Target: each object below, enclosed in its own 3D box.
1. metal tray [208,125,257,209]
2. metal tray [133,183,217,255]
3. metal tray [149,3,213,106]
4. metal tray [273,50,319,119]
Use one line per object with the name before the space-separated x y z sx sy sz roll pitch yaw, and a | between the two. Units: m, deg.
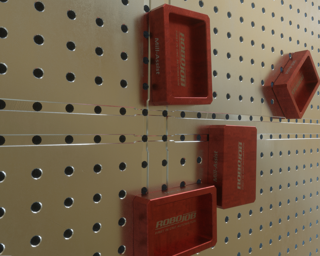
metal tray | 0.121 0.061 0.510 0.091 0.030 0.129 2 89 -40
metal tray | 0.025 0.131 0.429 0.131 0.030 0.089 -2 91 -40
metal tray | 0.031 -0.097 0.433 0.091 0.030 0.129 -4 93 -40
metal tray | 0.291 -0.092 0.653 0.130 0.030 0.090 -50 120 -29
